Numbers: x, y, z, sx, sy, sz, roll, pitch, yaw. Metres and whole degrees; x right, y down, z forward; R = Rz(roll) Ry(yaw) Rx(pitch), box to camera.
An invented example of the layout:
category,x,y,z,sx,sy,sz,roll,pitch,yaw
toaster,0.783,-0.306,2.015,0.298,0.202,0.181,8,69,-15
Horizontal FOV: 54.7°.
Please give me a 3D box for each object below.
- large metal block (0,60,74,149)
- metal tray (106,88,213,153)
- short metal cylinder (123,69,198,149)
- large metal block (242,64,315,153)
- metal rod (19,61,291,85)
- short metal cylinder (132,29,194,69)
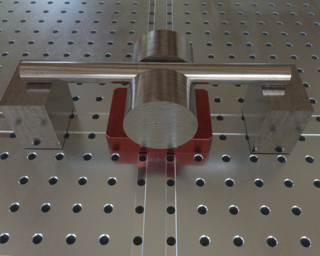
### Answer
category,x,y,z,sx,sy,sz,roll,pitch,yaw
large metal block,-0.151,-0.030,0.394,0.050,0.080,0.080,1,50,1
metal tray,0.000,-0.012,0.414,0.131,0.030,0.090,1,50,1
short metal cylinder,0.001,-0.020,0.350,0.080,0.080,0.050,1,50,0
large metal block,0.143,-0.024,0.391,0.050,0.080,0.080,1,50,1
metal rod,-0.005,-0.063,0.356,0.302,0.025,0.025,1,50,0
short metal cylinder,0.004,-0.078,0.398,0.080,0.080,0.050,1,50,0
